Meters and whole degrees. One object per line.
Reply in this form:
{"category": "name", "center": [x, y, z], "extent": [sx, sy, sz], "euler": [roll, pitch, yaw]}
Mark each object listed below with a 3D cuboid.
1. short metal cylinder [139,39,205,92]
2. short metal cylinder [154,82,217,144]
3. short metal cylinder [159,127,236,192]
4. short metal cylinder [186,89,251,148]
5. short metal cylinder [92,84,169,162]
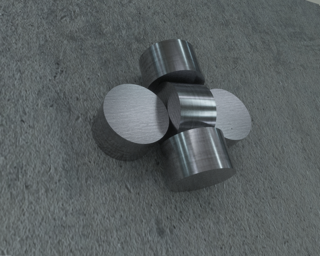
{"category": "short metal cylinder", "center": [0.015, -0.075, 0.424], "extent": [0.081, 0.080, 0.050], "euler": [0, 62, -28]}
{"category": "short metal cylinder", "center": [0.027, -0.017, 0.396], "extent": [0.050, 0.080, 0.080], "euler": [0, 62, -28]}
{"category": "short metal cylinder", "center": [0.044, 0.040, 0.370], "extent": [0.081, 0.080, 0.050], "euler": [0, 62, -28]}
{"category": "short metal cylinder", "center": [0.080, -0.008, 0.436], "extent": [0.081, 0.050, 0.080], "euler": [13, 57, -21]}
{"category": "short metal cylinder", "center": [-0.036, -0.006, 0.373], "extent": [0.081, 0.050, 0.080], "euler": [14, 55, -21]}
